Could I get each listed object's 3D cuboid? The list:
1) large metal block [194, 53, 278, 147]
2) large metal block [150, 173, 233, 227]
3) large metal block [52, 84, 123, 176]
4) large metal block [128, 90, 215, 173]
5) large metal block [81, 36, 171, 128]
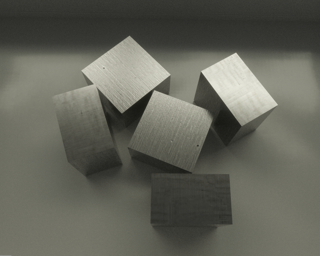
[{"bbox_3d":[0.090,-0.033,0.391,0.050,0.080,0.080,-30,73,-10],"label":"large metal block"},{"bbox_3d":[0.031,0.084,0.349,0.081,0.080,0.050,1,70,0],"label":"large metal block"},{"bbox_3d":[-0.085,0.006,0.376,0.050,0.080,0.080,-18,71,-7],"label":"large metal block"},{"bbox_3d":[0.015,0.010,0.391,0.080,0.050,0.080,21,71,7],"label":"large metal block"},{"bbox_3d":[-0.043,-0.062,0.417,0.080,0.050,0.080,-40,75,-14],"label":"large metal block"}]
